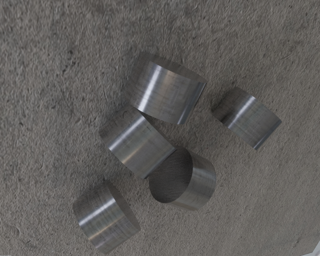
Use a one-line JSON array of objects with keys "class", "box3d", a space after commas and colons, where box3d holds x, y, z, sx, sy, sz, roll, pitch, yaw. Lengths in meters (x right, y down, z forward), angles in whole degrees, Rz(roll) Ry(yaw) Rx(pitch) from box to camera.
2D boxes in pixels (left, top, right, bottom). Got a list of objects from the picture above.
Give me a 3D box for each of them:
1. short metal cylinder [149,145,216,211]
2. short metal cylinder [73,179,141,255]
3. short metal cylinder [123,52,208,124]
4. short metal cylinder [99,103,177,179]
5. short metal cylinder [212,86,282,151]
[{"class": "short metal cylinder", "box3d": [0.031, 0.070, 0.431, 0.050, 0.080, 0.080, 28, 103, -38]}, {"class": "short metal cylinder", "box3d": [-0.069, 0.115, 0.405, 0.050, 0.080, 0.080, -35, 129, -5]}, {"class": "short metal cylinder", "box3d": [0.006, -0.045, 0.346, 0.081, 0.080, 0.050, 12, 112, -33]}, {"class": "short metal cylinder", "box3d": [-0.025, 0.014, 0.366, 0.050, 0.080, 0.080, -44, 129, 2]}, {"class": "short metal cylinder", "box3d": [0.118, -0.013, 0.428, 0.080, 0.080, 0.050, 33, 100, -38]}]
